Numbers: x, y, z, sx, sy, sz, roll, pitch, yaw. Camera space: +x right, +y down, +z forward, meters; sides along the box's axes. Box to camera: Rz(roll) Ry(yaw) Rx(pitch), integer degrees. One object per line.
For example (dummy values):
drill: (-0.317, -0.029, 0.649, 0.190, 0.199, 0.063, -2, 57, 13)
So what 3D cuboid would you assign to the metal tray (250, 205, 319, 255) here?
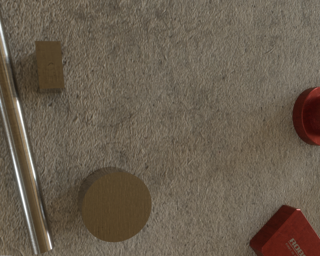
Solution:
metal tray: (0.210, 0.198, 0.485, 0.090, 0.030, 0.130, -40, 103, -16)

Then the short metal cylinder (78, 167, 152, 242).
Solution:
short metal cylinder: (-0.056, 0.090, 0.375, 0.081, 0.050, 0.080, 0, 90, -20)

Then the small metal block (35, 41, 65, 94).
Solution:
small metal block: (-0.124, -0.067, 0.350, 0.025, 0.050, 0.050, -5, 92, -20)

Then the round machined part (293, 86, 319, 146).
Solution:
round machined part: (0.268, -0.019, 0.499, 0.099, 0.042, 0.097, 0, 90, -20)

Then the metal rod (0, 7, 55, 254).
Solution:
metal rod: (-0.164, -0.006, 0.348, 0.025, 0.025, 0.298, -13, 94, -20)
